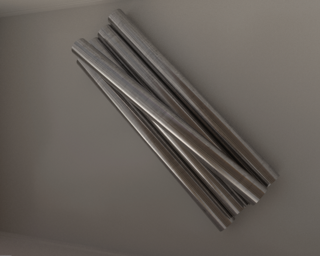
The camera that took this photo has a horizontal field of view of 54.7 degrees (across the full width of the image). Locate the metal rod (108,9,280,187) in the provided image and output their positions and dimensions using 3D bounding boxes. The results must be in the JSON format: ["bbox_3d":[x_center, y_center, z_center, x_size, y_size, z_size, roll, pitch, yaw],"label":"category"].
[{"bbox_3d":[0.034,-0.046,0.397,0.025,0.025,0.300,-45,76,14],"label":"metal rod"}]

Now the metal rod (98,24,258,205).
[{"bbox_3d":[0.019,-0.026,0.402,0.025,0.025,0.300,-45,76,14],"label":"metal rod"}]

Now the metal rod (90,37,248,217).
[{"bbox_3d":[0.001,-0.011,0.409,0.025,0.025,0.300,-45,76,14],"label":"metal rod"}]

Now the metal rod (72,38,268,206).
[{"bbox_3d":[0.000,-0.017,0.382,0.300,0.025,0.025,40,103,15],"label":"metal rod"}]

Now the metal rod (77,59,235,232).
[{"bbox_3d":[-0.013,0.009,0.414,0.025,0.025,0.300,-45,76,14],"label":"metal rod"}]
